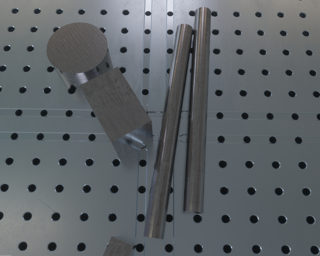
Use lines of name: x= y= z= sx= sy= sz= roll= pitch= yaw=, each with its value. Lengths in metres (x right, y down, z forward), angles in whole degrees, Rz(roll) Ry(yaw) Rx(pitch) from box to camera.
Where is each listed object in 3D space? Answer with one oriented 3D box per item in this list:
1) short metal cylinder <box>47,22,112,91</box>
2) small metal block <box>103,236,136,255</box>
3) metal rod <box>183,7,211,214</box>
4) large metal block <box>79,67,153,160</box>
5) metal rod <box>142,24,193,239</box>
short metal cylinder: x=-0.110 y=-0.099 z=0.434 sx=0.081 sy=0.050 sz=0.080 roll=0 pitch=70 yaw=0
small metal block: x=-0.050 y=0.150 z=0.343 sx=0.025 sy=0.050 sz=0.050 roll=22 pitch=72 yaw=8
metal rod: x=0.053 y=-0.038 z=0.425 sx=0.025 sy=0.025 sz=0.299 roll=5 pitch=70 yaw=2
large metal block: x=-0.051 y=-0.015 z=0.388 sx=0.050 sy=0.080 sz=0.080 roll=-29 pitch=73 yaw=-10
metal rod: x=0.015 y=-0.010 z=0.415 sx=0.025 sy=0.025 sz=0.299 roll=8 pitch=70 yaw=3
